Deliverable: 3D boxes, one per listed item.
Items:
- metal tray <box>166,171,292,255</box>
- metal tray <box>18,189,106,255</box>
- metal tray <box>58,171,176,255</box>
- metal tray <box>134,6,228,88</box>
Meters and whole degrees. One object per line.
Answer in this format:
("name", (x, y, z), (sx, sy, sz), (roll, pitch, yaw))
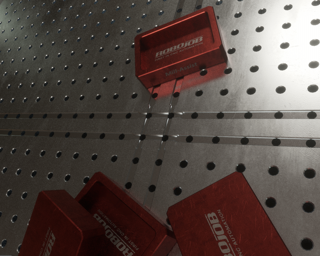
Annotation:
("metal tray", (0.070, 0.118, 0.295), (0.090, 0.030, 0.130), (-30, 52, 8))
("metal tray", (-0.117, 0.146, 0.342), (0.090, 0.030, 0.129), (27, 100, 38))
("metal tray", (-0.056, 0.121, 0.358), (0.130, 0.030, 0.090), (30, 78, 37))
("metal tray", (0.027, -0.121, 0.463), (0.130, 0.030, 0.090), (-17, 55, 18))
